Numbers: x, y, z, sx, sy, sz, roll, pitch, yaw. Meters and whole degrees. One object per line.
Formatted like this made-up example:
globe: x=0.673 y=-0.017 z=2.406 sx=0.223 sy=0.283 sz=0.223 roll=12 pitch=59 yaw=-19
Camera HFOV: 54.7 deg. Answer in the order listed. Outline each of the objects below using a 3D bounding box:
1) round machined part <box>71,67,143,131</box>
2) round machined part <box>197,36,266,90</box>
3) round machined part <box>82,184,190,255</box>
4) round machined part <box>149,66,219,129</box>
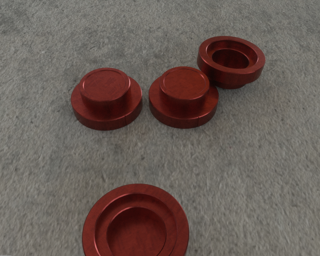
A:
round machined part: x=-0.074 y=-0.047 z=0.430 sx=0.099 sy=0.042 sz=0.098 roll=0 pitch=50 yaw=0
round machined part: x=0.105 y=-0.096 z=0.471 sx=0.099 sy=0.042 sz=0.098 roll=3 pitch=47 yaw=-3
round machined part: x=-0.022 y=0.107 z=0.302 sx=0.099 sy=0.042 sz=0.098 roll=0 pitch=50 yaw=0
round machined part: x=0.033 y=-0.049 z=0.434 sx=0.099 sy=0.042 sz=0.098 roll=0 pitch=50 yaw=0
